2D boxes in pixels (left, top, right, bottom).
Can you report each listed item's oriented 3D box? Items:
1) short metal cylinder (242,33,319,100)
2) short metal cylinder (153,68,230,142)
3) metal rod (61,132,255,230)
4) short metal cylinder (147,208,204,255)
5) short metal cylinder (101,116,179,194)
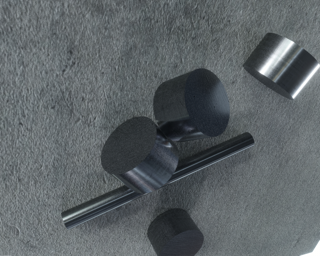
[{"bbox_3d":[0.157,-0.080,0.407,0.080,0.080,0.050,27,103,-38],"label":"short metal cylinder"},{"bbox_3d":[0.039,-0.025,0.370,0.081,0.050,0.080,11,73,-41],"label":"short metal cylinder"},{"bbox_3d":[0.008,0.071,0.455,0.302,0.025,0.025,-22,127,-16],"label":"metal rod"},{"bbox_3d":[0.025,0.182,0.517,0.081,0.050,0.079,-14,124,-21],"label":"short metal cylinder"},{"bbox_3d":[-0.024,0.033,0.378,0.080,0.080,0.050,-42,130,1],"label":"short metal cylinder"}]
